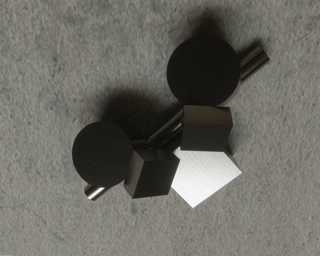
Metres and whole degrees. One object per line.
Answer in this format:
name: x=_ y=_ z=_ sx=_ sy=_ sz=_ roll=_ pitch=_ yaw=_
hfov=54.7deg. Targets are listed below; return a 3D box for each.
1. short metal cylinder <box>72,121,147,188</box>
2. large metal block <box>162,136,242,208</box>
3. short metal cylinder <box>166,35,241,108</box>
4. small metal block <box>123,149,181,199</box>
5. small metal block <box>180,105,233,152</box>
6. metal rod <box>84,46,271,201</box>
short metal cylinder: x=-0.062 y=0.031 z=0.393 sx=0.080 sy=0.050 sz=0.079 roll=0 pitch=92 yaw=15
large metal block: x=0.047 y=0.045 z=0.413 sx=0.080 sy=0.050 sz=0.080 roll=-40 pitch=106 yaw=13
short metal cylinder: x=0.053 y=-0.062 z=0.360 sx=0.080 sy=0.050 sz=0.079 roll=0 pitch=92 yaw=15
small metal block: x=-0.010 y=0.053 z=0.364 sx=0.050 sy=0.025 sz=0.050 roll=3 pitch=114 yaw=-36
small metal block: x=0.050 y=0.002 z=0.346 sx=0.050 sy=0.025 sz=0.050 roll=2 pitch=141 yaw=-1
metal rod: x=0.014 y=0.002 z=0.411 sx=0.300 sy=0.025 sz=0.025 roll=-39 pitch=106 yaw=13
